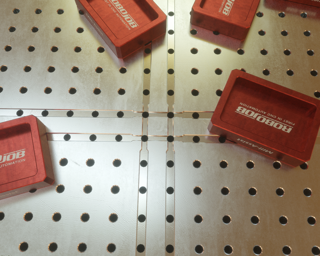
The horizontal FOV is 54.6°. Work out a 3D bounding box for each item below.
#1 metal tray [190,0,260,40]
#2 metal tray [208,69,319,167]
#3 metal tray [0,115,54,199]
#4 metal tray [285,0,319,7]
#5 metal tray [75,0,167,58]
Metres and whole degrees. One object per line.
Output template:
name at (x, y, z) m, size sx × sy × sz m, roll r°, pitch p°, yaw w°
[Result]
metal tray at (0.112, -0.209, 0.486) m, size 0.090 × 0.030 × 0.130 m, roll 21°, pitch 71°, yaw 7°
metal tray at (0.141, -0.015, 0.415) m, size 0.130 × 0.030 × 0.090 m, roll 23°, pitch 71°, yaw 8°
metal tray at (-0.210, 0.044, 0.392) m, size 0.131 × 0.030 × 0.090 m, roll -15°, pitch 71°, yaw -6°
metal tray at (0.245, -0.244, 0.499) m, size 0.131 × 0.030 × 0.090 m, roll 14°, pitch 71°, yaw 5°
metal tray at (-0.062, -0.180, 0.474) m, size 0.090 × 0.030 × 0.130 m, roll -34°, pitch 74°, yaw -12°
